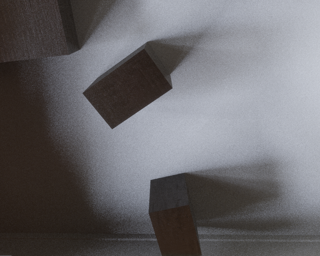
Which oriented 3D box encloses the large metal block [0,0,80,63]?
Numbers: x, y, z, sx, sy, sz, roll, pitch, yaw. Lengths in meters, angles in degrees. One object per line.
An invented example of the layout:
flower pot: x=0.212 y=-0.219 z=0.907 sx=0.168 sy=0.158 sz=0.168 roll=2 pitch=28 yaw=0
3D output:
large metal block: x=-0.145 y=-0.122 z=0.352 sx=0.080 sy=0.050 sz=0.079 roll=-6 pitch=110 yaw=2

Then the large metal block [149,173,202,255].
large metal block: x=0.020 y=0.120 z=0.426 sx=0.050 sy=0.080 sz=0.080 roll=-13 pitch=110 yaw=5

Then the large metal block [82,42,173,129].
large metal block: x=-0.034 y=-0.053 z=0.362 sx=0.080 sy=0.080 sz=0.050 roll=-33 pitch=107 yaw=11
